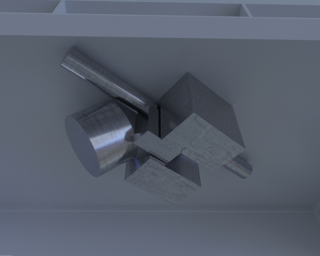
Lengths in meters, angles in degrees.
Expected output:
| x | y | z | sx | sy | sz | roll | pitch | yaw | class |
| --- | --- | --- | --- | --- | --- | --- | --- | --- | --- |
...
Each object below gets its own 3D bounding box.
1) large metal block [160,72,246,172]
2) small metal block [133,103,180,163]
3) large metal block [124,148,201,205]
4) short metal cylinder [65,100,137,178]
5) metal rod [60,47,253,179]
| x | y | z | sx | sy | sz | roll | pitch | yaw | class |
| --- | --- | --- | --- | --- | --- | --- | --- | --- | --- |
| 0.048 | -0.007 | 0.367 | 0.080 | 0.080 | 0.050 | 33 | 123 | -25 | large metal block |
| -0.002 | 0.006 | 0.366 | 0.050 | 0.050 | 0.025 | 33 | 122 | -25 | small metal block |
| 0.004 | 0.042 | 0.408 | 0.080 | 0.080 | 0.050 | 32 | 123 | -25 | large metal block |
| -0.072 | 0.012 | 0.373 | 0.050 | 0.080 | 0.079 | -28 | 138 | -30 | short metal cylinder |
| 0.013 | -0.007 | 0.403 | 0.301 | 0.025 | 0.025 | 32 | 123 | -25 | metal rod |
